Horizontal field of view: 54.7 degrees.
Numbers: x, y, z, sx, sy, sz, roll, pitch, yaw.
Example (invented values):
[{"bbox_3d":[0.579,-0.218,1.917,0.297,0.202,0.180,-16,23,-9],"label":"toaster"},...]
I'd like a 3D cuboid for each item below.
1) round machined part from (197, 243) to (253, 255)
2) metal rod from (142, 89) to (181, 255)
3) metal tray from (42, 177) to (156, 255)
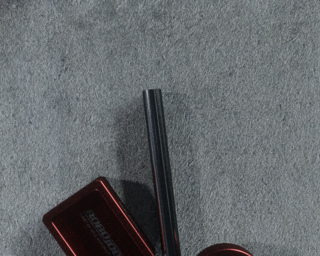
[{"bbox_3d":[0.084,0.198,0.403,0.099,0.042,0.097,0,90,-1],"label":"round machined part"},{"bbox_3d":[0.007,0.098,0.410,0.025,0.025,0.298,-7,90,0],"label":"metal rod"},{"bbox_3d":[-0.077,0.141,0.406,0.090,0.030,0.130,-35,90,-1],"label":"metal tray"}]
